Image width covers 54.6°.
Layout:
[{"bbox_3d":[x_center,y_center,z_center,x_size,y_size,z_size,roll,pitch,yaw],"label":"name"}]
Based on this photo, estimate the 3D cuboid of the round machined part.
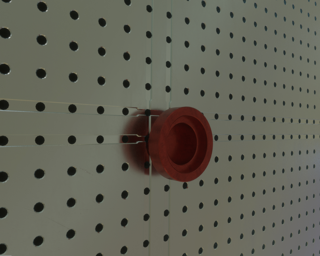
[{"bbox_3d":[0.023,0.021,0.416,0.099,0.042,0.097,0,90,-40],"label":"round machined part"}]
